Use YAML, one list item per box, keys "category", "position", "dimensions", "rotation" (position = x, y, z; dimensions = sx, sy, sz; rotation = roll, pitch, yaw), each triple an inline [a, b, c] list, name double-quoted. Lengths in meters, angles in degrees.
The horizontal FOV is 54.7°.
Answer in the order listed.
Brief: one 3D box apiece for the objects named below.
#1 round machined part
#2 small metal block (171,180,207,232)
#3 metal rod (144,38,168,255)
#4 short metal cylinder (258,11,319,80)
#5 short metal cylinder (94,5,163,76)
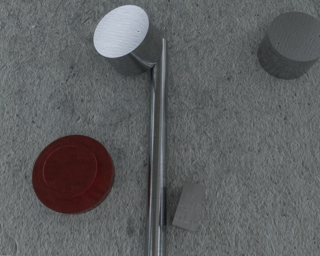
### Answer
- category: "round machined part"
  position: [-0.107, 0.054, 0.378]
  dimensions: [0.099, 0.042, 0.098]
  rotation: [0, 70, 0]
- category: "small metal block"
  position: [0.033, 0.092, 0.361]
  dimensions: [0.025, 0.050, 0.050]
  rotation: [17, 71, 6]
- category: "metal rod"
  position: [-0.003, 0.016, 0.402]
  dimensions: [0.025, 0.025, 0.299]
  rotation: [1, 70, 0]
- category: "short metal cylinder"
  position: [0.186, -0.116, 0.438]
  dimensions: [0.081, 0.050, 0.080]
  rotation: [0, 70, 0]
- category: "short metal cylinder"
  position: [-0.043, -0.119, 0.424]
  dimensions: [0.080, 0.050, 0.080]
  rotation: [-7, 68, 19]
